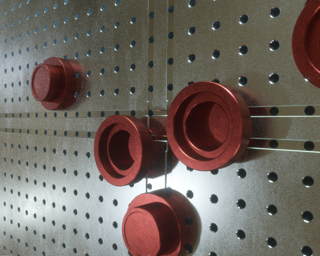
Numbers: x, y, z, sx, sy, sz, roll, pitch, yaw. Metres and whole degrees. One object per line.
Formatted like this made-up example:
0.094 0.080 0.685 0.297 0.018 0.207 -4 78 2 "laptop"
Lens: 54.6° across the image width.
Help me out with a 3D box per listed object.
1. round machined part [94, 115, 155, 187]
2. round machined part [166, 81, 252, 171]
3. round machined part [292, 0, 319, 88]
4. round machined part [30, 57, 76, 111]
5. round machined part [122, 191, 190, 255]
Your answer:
-0.046 0.031 0.438 0.098 0.042 0.097 0 90 40 "round machined part"
0.058 -0.002 0.351 0.098 0.042 0.097 0 90 40 "round machined part"
0.168 -0.075 0.260 0.098 0.042 0.097 0 90 40 "round machined part"
-0.200 -0.081 0.565 0.098 0.042 0.097 0 90 40 "round machined part"
-0.012 0.135 0.410 0.098 0.042 0.097 0 90 40 "round machined part"
